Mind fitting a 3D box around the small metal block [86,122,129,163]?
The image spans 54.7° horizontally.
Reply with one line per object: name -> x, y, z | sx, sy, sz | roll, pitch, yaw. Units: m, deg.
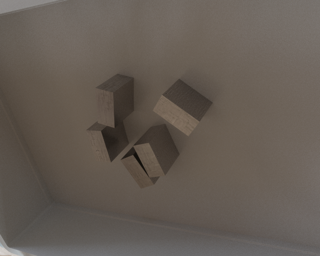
small metal block -> -0.073, 0.013, 0.439 | 0.025, 0.050, 0.050 | 2, 120, 27

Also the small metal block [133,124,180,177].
small metal block -> -0.003, 0.030, 0.413 | 0.025, 0.050, 0.050 | -13, 112, 33

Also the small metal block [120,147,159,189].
small metal block -> -0.020, 0.047, 0.432 | 0.025, 0.050, 0.050 | -24, 105, 37

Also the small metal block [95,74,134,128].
small metal block -> -0.057, -0.036, 0.400 | 0.025, 0.050, 0.050 | 16, 125, 19

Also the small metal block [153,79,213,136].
small metal block -> 0.028, -0.025, 0.362 | 0.050, 0.050, 0.025 | 36, 129, 4
